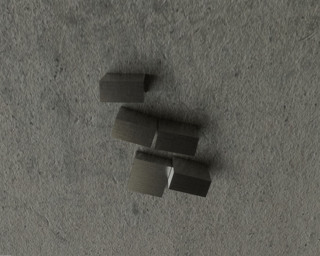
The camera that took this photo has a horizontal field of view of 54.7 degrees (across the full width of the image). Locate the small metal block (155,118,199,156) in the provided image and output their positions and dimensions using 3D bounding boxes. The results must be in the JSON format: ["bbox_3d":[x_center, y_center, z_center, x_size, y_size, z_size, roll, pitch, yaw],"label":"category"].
[{"bbox_3d":[0.020,0.010,0.400,0.050,0.050,0.025,11,110,-4],"label":"small metal block"}]

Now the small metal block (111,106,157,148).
[{"bbox_3d":[-0.032,-0.002,0.395,0.050,0.050,0.025,16,109,-6],"label":"small metal block"}]

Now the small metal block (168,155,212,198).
[{"bbox_3d":[0.039,0.065,0.421,0.050,0.050,0.025,14,110,-5],"label":"small metal block"}]

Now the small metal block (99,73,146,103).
[{"bbox_3d":[-0.044,-0.050,0.378,0.050,0.050,0.025,1,110,-1],"label":"small metal block"}]

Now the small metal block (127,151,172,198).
[{"bbox_3d":[-0.015,0.065,0.433,0.050,0.025,0.050,14,110,-6],"label":"small metal block"}]
